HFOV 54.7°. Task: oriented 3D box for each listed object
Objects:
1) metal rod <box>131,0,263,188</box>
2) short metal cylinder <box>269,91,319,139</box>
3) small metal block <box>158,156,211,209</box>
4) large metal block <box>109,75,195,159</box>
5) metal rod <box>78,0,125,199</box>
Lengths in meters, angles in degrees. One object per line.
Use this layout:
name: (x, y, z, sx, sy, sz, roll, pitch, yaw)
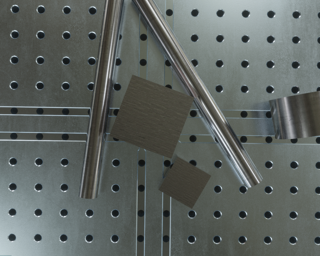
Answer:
metal rod: (0.048, -0.054, 0.413, 0.025, 0.025, 0.299, -32, 90, 0)
short metal cylinder: (0.183, -0.017, 0.388, 0.080, 0.080, 0.050, -10, 90, 0)
small metal block: (0.032, 0.071, 0.414, 0.050, 0.025, 0.050, 30, 90, -1)
large metal block: (-0.010, -0.014, 0.401, 0.080, 0.050, 0.080, 21, 90, -1)
metal rod: (-0.076, -0.057, 0.412, 0.025, 0.025, 0.298, 8, 90, -1)
